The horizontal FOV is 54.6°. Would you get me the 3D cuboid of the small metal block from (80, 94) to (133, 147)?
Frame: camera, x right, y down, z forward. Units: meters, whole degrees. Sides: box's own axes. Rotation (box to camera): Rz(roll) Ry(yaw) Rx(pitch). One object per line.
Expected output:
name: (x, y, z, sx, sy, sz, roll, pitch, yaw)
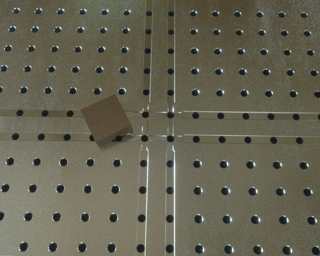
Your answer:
small metal block: (-0.071, -0.010, 0.415, 0.050, 0.025, 0.050, -26, 72, -9)
